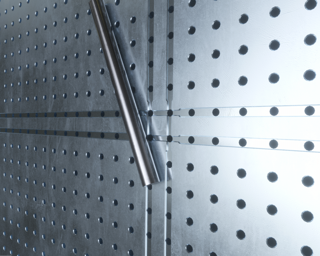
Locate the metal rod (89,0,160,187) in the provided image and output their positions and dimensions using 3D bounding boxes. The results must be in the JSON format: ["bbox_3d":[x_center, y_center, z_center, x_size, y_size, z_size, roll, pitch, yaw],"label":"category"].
[{"bbox_3d":[-0.056,-0.061,0.457,0.025,0.025,0.299,-29,72,36],"label":"metal rod"}]
